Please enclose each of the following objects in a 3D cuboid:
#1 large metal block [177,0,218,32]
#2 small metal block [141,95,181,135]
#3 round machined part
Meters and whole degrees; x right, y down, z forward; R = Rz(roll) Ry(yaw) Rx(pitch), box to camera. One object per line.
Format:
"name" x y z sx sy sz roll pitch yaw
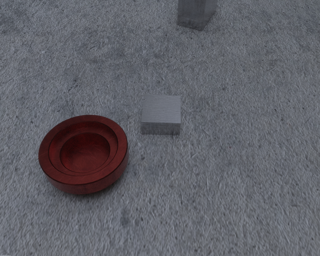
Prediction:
"large metal block" 0.072 -0.239 0.569 0.050 0.080 0.080 20 53 15
"small metal block" 0.002 -0.018 0.418 0.050 0.025 0.050 2 50 1
"round machined part" -0.086 0.034 0.363 0.099 0.042 0.098 0 50 0
